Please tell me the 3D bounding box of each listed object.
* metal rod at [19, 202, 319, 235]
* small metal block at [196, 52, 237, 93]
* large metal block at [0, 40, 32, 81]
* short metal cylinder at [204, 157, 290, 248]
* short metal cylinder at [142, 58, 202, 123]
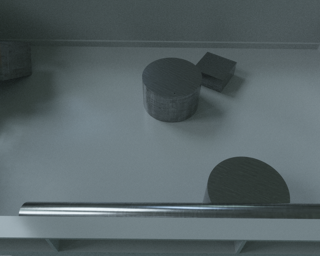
[{"bbox_3d":[0.004,0.082,0.289,0.301,0.025,0.025,-3,49,15],"label":"metal rod"},{"bbox_3d":[0.084,-0.087,0.479,0.050,0.025,0.050,26,54,19],"label":"small metal block"},{"bbox_3d":[-0.244,-0.101,0.447,0.080,0.050,0.080,5,16,3],"label":"large metal block"},{"bbox_3d":[0.087,0.077,0.325,0.081,0.050,0.080,0,50,0],"label":"short metal cylinder"},{"bbox_3d":[0.016,-0.054,0.434,0.081,0.050,0.080,0,50,0],"label":"short metal cylinder"}]
